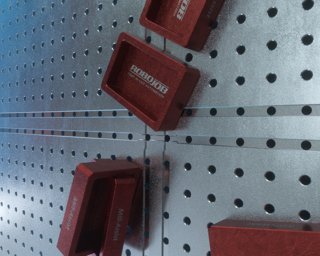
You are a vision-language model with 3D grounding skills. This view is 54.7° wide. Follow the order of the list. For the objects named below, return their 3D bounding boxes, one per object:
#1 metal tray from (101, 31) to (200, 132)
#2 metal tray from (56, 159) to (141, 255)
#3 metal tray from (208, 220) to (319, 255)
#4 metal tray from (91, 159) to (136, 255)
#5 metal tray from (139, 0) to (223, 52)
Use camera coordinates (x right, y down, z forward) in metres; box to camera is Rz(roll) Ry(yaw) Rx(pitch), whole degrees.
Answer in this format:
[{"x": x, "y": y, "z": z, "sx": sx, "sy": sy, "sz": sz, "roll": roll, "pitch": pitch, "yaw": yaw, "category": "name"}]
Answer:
[{"x": -0.019, "y": -0.064, "z": 0.419, "sx": 0.130, "sy": 0.030, "sz": 0.089, "roll": 38, "pitch": 113, "yaw": 33, "category": "metal tray"}, {"x": -0.084, "y": 0.111, "z": 0.431, "sx": 0.030, "sy": 0.091, "sz": 0.129, "roll": 27, "pitch": 106, "yaw": 38, "category": "metal tray"}, {"x": 0.116, "y": 0.143, "z": 0.309, "sx": 0.130, "sy": 0.030, "sz": 0.089, "roll": -11, "pitch": 83, "yaw": 39, "category": "metal tray"}, {"x": -0.081, "y": 0.119, "z": 0.454, "sx": 0.090, "sy": 0.030, "sz": 0.129, "roll": 25, "pitch": 106, "yaw": 53, "category": "metal tray"}, {"x": 0.035, "y": -0.171, "z": 0.375, "sx": 0.090, "sy": 0.030, "sz": 0.129, "roll": 37, "pitch": 113, "yaw": 33, "category": "metal tray"}]
